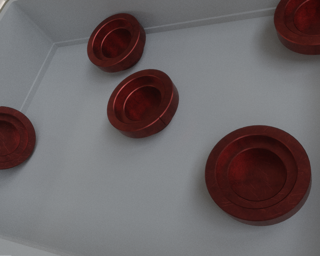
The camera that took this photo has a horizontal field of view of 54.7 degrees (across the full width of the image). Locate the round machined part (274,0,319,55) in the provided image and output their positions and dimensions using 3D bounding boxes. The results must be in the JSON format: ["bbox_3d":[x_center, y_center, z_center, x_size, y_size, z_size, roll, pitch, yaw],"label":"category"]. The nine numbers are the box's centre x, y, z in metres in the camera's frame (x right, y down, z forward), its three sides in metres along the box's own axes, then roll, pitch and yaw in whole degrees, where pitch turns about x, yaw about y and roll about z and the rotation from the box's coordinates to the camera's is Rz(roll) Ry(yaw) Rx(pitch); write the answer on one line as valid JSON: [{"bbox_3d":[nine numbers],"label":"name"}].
[{"bbox_3d":[0.191,-0.128,0.369,0.098,0.042,0.098,-13,62,25],"label":"round machined part"}]

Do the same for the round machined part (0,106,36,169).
[{"bbox_3d":[-0.253,0.017,0.489,0.042,0.098,0.098,-14,51,53],"label":"round machined part"}]

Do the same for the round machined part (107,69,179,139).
[{"bbox_3d":[-0.019,-0.029,0.423,0.098,0.042,0.098,-13,56,21],"label":"round machined part"}]

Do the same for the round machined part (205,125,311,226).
[{"bbox_3d":[0.099,0.049,0.313,0.098,0.042,0.098,-13,56,21],"label":"round machined part"}]

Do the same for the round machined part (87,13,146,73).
[{"bbox_3d":[-0.066,-0.133,0.505,0.098,0.042,0.098,-9,67,23],"label":"round machined part"}]
